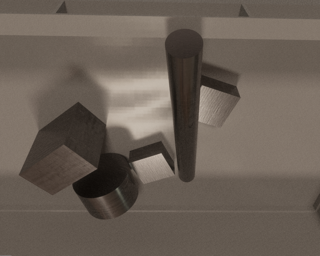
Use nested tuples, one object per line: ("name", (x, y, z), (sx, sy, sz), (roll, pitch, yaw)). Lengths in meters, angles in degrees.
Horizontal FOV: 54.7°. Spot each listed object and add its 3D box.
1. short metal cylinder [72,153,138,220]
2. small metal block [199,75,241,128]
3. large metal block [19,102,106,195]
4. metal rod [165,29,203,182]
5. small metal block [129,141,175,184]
("short metal cylinder", (-0.076, 0.082, 0.442), (0.080, 0.080, 0.050), (-10, 130, 8))
("small metal block", (0.062, -0.032, 0.383), (0.050, 0.025, 0.050), (16, 128, -14))
("large metal block", (-0.120, 0.026, 0.393), (0.080, 0.080, 0.050), (-31, 124, 23))
("metal rod", (0.028, 0.008, 0.338), (0.025, 0.025, 0.299), (-4, 155, 3))
("small metal block", (-0.011, 0.051, 0.453), (0.050, 0.025, 0.050), (-19, 128, 14))
